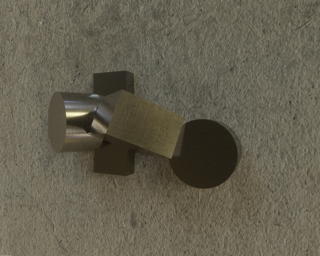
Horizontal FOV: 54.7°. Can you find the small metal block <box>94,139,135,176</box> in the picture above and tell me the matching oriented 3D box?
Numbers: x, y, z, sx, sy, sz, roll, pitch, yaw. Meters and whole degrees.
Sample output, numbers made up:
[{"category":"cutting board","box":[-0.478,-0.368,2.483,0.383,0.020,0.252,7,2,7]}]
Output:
[{"category":"small metal block","box":[-0.063,0.038,0.431,0.050,0.025,0.050,3,91,19]}]

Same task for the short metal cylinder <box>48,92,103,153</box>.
[{"category":"short metal cylinder","box":[-0.114,-0.008,0.416,0.080,0.050,0.079,2,92,55]}]

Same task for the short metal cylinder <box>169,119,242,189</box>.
[{"category":"short metal cylinder","box":[0.056,0.029,0.377,0.080,0.050,0.079,0,90,19]}]

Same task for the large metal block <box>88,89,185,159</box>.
[{"category":"large metal block","box":[-0.031,-0.002,0.371,0.080,0.080,0.050,23,79,-24]}]

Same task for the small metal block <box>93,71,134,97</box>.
[{"category":"small metal block","box":[-0.064,-0.051,0.431,0.050,0.025,0.050,-1,90,19]}]
